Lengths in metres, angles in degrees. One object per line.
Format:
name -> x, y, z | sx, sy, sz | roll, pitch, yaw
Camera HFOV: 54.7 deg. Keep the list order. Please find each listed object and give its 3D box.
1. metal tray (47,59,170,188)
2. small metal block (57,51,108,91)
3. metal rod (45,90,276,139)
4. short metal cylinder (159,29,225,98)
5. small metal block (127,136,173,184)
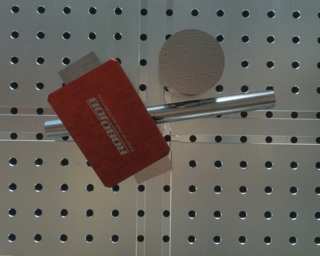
metal tray -> -0.058, -0.005, 0.371 | 0.090, 0.030, 0.130 | -31, 102, 0
small metal block -> -0.096, -0.070, 0.399 | 0.050, 0.050, 0.025 | -32, 90, 0
metal rod -> 0.001, -0.019, 0.413 | 0.302, 0.025, 0.025 | -8, 90, -1
short metal cylinder -> 0.038, -0.081, 0.401 | 0.081, 0.050, 0.079 | 0, 90, -1
small metal block -> -0.016, 0.040, 0.412 | 0.050, 0.025, 0.050 | -23, 90, -1
